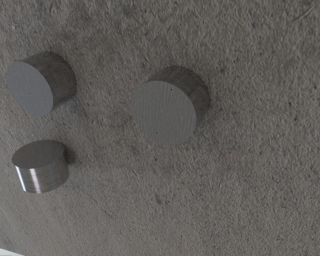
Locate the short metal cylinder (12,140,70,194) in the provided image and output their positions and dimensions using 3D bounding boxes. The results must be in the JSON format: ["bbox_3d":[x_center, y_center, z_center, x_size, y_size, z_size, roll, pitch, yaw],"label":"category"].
[{"bbox_3d":[-0.196,0.062,0.513,0.080,0.080,0.050,12,124,22],"label":"short metal cylinder"}]

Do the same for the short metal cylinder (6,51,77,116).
[{"bbox_3d":[-0.167,-0.063,0.440,0.080,0.050,0.079,13,124,21],"label":"short metal cylinder"}]

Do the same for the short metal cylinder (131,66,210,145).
[{"bbox_3d":[0.013,-0.027,0.367,0.080,0.050,0.079,13,124,21],"label":"short metal cylinder"}]
